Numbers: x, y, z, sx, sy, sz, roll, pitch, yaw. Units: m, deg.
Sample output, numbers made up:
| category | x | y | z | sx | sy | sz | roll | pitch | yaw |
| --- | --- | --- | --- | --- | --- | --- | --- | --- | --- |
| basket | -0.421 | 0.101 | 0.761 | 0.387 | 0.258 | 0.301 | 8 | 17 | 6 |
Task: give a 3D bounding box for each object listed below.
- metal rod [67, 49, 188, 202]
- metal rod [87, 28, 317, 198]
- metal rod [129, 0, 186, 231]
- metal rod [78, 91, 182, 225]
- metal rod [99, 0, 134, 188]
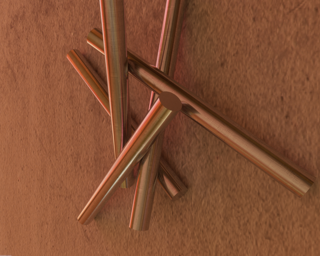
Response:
| category | x | y | z | sx | sy | sz | roll | pitch | yaw |
| --- | --- | --- | --- | --- | --- | --- | --- | --- | --- |
| metal rod | -0.060 | -0.020 | 0.452 | 0.300 | 0.025 | 0.025 | 50 | 119 | 27 |
| metal rod | 0.028 | -0.030 | 0.343 | 0.300 | 0.025 | 0.025 | 38 | 114 | 20 |
| metal rod | -0.002 | -0.025 | 0.382 | 0.025 | 0.025 | 0.298 | 9 | 89 | 39 |
| metal rod | -0.056 | 0.060 | 0.401 | 0.025 | 0.025 | 0.298 | 60 | 138 | 22 |
| metal rod | -0.049 | -0.048 | 0.365 | 0.025 | 0.025 | 0.298 | 27 | 131 | 36 |
